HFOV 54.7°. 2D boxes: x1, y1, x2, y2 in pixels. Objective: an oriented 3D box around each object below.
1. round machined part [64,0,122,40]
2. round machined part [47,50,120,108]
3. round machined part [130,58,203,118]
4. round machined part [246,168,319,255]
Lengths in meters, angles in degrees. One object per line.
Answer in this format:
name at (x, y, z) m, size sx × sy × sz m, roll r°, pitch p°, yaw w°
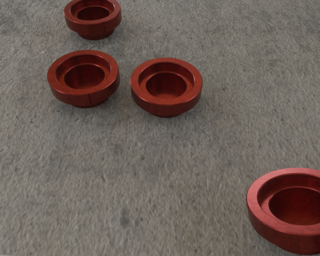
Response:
round machined part at (-0.117, -0.194, 0.554) m, size 0.099 × 0.042 × 0.098 m, roll 0°, pitch 50°, yaw 0°
round machined part at (-0.107, -0.066, 0.447) m, size 0.099 × 0.042 × 0.098 m, roll 0°, pitch 50°, yaw 0°
round machined part at (0.009, -0.053, 0.437) m, size 0.099 × 0.042 × 0.098 m, roll 0°, pitch 50°, yaw 0°
round machined part at (0.138, 0.084, 0.306) m, size 0.098 × 0.042 × 0.098 m, roll -12°, pitch 24°, yaw 6°
